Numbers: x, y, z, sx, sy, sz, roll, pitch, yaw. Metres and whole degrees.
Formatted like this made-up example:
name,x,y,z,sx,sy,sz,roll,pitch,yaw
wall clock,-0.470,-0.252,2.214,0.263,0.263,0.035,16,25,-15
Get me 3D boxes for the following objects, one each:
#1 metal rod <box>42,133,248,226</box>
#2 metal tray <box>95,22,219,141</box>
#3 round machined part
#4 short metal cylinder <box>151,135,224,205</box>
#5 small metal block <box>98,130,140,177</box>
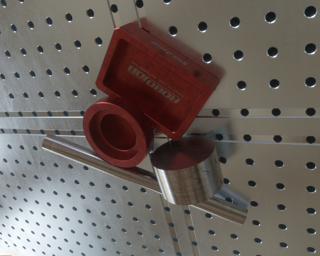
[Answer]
name,x,y,z,sx,sy,sz,roll,pitch,yaw
metal rod,-0.025,0.071,0.440,0.301,0.025,0.025,20,127,5
metal tray,-0.008,-0.054,0.376,0.130,0.030,0.089,35,128,5
round machined part,-0.051,0.001,0.416,0.098,0.042,0.097,14,125,22
short metal cylinder,0.034,0.050,0.386,0.080,0.080,0.050,-4,117,29
small metal block,-0.063,0.038,0.466,0.050,0.025,0.050,25,127,12
